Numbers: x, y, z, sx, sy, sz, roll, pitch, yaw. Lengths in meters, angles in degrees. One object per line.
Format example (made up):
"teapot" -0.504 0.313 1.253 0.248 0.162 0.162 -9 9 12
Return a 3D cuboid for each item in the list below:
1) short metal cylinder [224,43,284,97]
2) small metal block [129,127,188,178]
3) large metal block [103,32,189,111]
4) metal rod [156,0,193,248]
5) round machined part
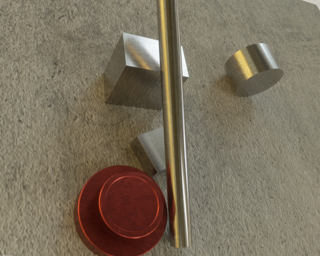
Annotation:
"short metal cylinder" 0.154 -0.094 0.511 0.081 0.080 0.050 -5 65 -31
"small metal block" -0.001 0.029 0.387 0.050 0.025 0.050 -20 73 -36
"large metal block" -0.021 -0.069 0.400 0.081 0.080 0.050 6 59 -26
"metal rod" 0.015 -0.021 0.348 0.025 0.025 0.298 -2 87 -30
"round machined part" -0.036 0.084 0.324 0.099 0.042 0.098 14 56 -21
